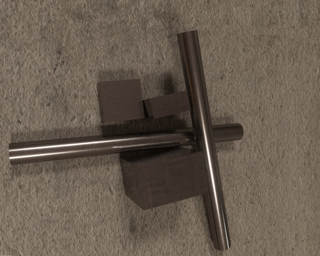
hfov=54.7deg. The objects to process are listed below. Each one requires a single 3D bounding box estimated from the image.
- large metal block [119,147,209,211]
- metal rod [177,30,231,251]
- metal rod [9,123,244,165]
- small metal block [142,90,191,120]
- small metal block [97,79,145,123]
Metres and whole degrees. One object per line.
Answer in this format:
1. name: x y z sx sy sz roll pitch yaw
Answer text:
1. large metal block: 0.002 0.057 0.382 0.081 0.080 0.050 -10 94 -20
2. metal rod: 0.061 0.027 0.407 0.025 0.025 0.298 -17 105 -20
3. metal rod: -0.026 0.017 0.400 0.303 0.025 0.025 -5 92 -20
4. small metal block: 0.004 -0.029 0.398 0.050 0.050 0.025 -14 95 -20
5. small metal block: -0.050 -0.034 0.391 0.050 0.025 0.050 -8 93 -20
